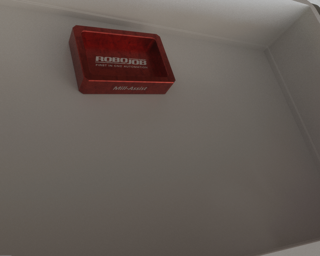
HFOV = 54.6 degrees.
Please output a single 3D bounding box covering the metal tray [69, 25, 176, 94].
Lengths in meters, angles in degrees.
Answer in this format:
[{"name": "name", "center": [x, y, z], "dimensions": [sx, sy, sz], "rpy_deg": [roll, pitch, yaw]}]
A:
[{"name": "metal tray", "center": [-0.051, -0.092, 0.430], "dimensions": [0.131, 0.030, 0.090], "rpy_deg": [-3, 63, -30]}]
